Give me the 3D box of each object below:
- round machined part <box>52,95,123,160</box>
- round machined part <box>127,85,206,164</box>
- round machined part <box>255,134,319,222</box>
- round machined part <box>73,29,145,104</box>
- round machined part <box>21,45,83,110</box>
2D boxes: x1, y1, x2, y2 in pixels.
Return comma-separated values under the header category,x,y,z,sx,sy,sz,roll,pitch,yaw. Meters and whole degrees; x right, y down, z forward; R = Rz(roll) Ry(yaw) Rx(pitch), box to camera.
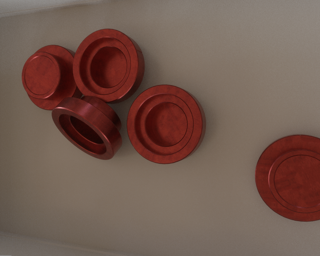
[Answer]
category,x,y,z,sx,sy,sz,roll,pitch,yaw
round machined part,-0.091,-0.005,0.415,0.098,0.098,0.042,23,57,18
round machined part,0.011,-0.005,0.398,0.098,0.042,0.097,0,90,20
round machined part,0.157,0.056,0.346,0.098,0.042,0.097,0,90,20
round machined part,-0.066,-0.082,0.425,0.098,0.042,0.097,0,90,20
round machined part,-0.163,-0.075,0.459,0.098,0.042,0.097,0,90,20
